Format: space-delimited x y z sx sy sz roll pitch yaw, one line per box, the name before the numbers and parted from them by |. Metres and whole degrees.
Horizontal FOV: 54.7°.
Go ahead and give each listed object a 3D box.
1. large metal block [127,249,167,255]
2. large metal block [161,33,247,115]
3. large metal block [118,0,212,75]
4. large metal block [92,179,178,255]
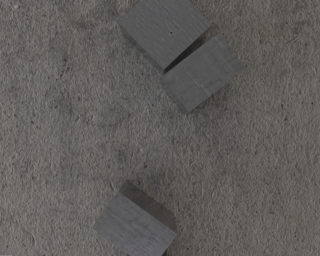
large metal block | -0.014 0.198 0.382 0.050 0.080 0.080 -3 90 0
large metal block | 0.049 -0.062 0.383 0.080 0.080 0.050 -38 90 0
large metal block | 0.006 -0.126 0.397 0.080 0.050 0.080 -44 90 0
large metal block | -0.028 0.114 0.382 0.080 0.080 0.050 36 90 0
